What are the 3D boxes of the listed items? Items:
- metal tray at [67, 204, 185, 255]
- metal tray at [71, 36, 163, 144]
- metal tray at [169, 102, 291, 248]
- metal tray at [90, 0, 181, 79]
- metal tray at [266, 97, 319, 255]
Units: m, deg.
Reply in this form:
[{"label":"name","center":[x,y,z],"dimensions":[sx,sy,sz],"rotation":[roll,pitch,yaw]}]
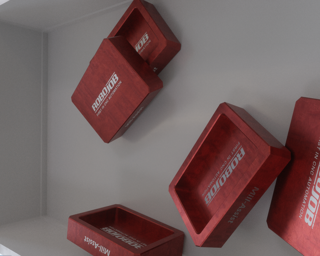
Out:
[{"label":"metal tray","center":[-0.046,0.140,0.402],"dimensions":[0.130,0.091,0.030],"rotation":[10,97,39]},{"label":"metal tray","center":[-0.064,-0.049,0.425],"dimensions":[0.090,0.030,0.129],"rotation":[50,132,7]},{"label":"metal tray","center":[0.064,0.049,0.328],"dimensions":[0.129,0.030,0.090],"rotation":[-61,33,22]},{"label":"metal tray","center":[-0.041,-0.101,0.436],"dimensions":[0.129,0.030,0.090],"rotation":[-44,64,31]},{"label":"metal tray","center":[0.142,0.044,0.258],"dimensions":[0.090,0.030,0.129],"rotation":[-148,66,-68]}]
